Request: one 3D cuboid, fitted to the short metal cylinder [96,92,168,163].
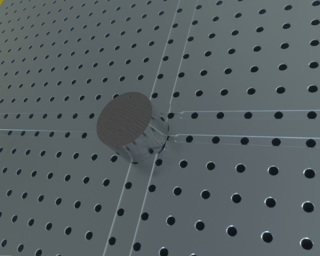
[{"bbox_3d":[-0.036,-0.001,0.410,0.080,0.050,0.080,-13,56,20],"label":"short metal cylinder"}]
